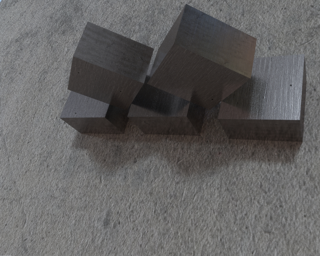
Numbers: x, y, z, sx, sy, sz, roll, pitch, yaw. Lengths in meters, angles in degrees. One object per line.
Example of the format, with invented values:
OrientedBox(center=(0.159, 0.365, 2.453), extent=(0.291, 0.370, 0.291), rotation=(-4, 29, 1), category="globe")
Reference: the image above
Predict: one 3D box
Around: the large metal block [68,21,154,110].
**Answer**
OrientedBox(center=(-0.063, -0.072, 0.381), extent=(0.080, 0.080, 0.050), rotation=(19, 65, -13), category="large metal block")

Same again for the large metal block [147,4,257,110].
OrientedBox(center=(0.042, -0.070, 0.329), extent=(0.080, 0.080, 0.050), rotation=(137, 152, -62), category="large metal block")

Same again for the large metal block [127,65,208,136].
OrientedBox(center=(0.015, -0.037, 0.404), extent=(0.080, 0.050, 0.080), rotation=(1, 62, 28), category="large metal block")

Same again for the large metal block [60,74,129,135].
OrientedBox(center=(-0.088, -0.038, 0.457), extent=(0.080, 0.050, 0.080), rotation=(0, 62, 28), category="large metal block")

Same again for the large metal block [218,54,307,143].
OrientedBox(center=(0.117, -0.032, 0.347), extent=(0.080, 0.050, 0.080), rotation=(2, 62, 28), category="large metal block")
